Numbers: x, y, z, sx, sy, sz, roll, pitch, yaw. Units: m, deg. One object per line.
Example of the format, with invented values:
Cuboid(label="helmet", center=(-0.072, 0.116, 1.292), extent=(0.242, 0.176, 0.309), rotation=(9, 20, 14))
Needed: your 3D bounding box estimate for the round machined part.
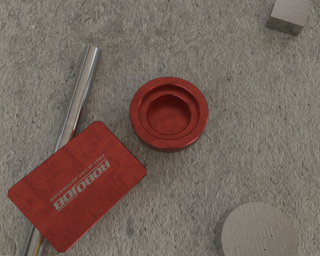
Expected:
Cuboid(label="round machined part", center=(0.011, -0.014, 0.404), extent=(0.099, 0.042, 0.098), rotation=(0, 70, 0))

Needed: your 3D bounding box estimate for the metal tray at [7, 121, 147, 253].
Cuboid(label="metal tray", center=(-0.092, 0.065, 0.363), extent=(0.131, 0.030, 0.090), rotation=(-42, 87, -22))

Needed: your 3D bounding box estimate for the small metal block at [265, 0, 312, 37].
Cuboid(label="small metal block", center=(0.196, -0.174, 0.473), extent=(0.050, 0.025, 0.050), rotation=(21, 71, 7))

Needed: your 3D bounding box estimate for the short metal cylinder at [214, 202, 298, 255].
Cuboid(label="short metal cylinder", center=(0.105, 0.127, 0.349), extent=(0.081, 0.050, 0.080), rotation=(0, 70, 0))

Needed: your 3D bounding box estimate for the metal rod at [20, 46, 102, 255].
Cuboid(label="metal rod", center=(-0.123, 0.027, 0.397), extent=(0.025, 0.025, 0.299), rotation=(10, 70, 3))
